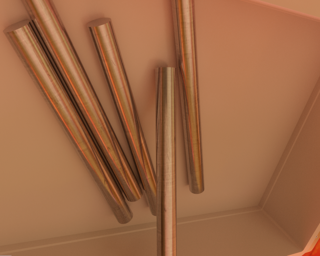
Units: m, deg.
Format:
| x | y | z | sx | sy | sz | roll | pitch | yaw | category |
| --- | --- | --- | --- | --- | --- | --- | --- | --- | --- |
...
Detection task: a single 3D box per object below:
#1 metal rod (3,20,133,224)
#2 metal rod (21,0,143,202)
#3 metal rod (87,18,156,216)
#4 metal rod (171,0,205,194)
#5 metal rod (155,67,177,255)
| x | y | z | sx | sy | sz | roll | pitch | yaw | category |
| --- | --- | --- | --- | --- | --- | --- | --- | --- | --- |
| -0.091 | 0.020 | 0.371 | 0.025 | 0.025 | 0.299 | -28 | 128 | -11 | metal rod |
| -0.076 | -0.016 | 0.357 | 0.025 | 0.025 | 0.299 | -28 | 128 | -11 | metal rod |
| -0.032 | 0.011 | 0.397 | 0.025 | 0.025 | 0.298 | -24 | 127 | -14 | metal rod |
| 0.042 | -0.024 | 0.416 | 0.025 | 0.025 | 0.298 | -20 | 126 | -17 | metal rod |
| 0.008 | 0.077 | 0.383 | 0.025 | 0.025 | 0.298 | -3 | 95 | -27 | metal rod |
